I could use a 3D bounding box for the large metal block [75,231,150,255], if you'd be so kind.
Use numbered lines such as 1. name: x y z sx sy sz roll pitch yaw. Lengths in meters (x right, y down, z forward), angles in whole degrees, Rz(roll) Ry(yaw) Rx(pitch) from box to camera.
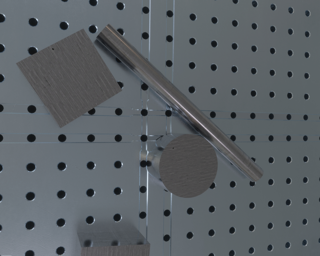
1. large metal block: -0.061 0.174 0.377 0.081 0.050 0.080 5 88 -20

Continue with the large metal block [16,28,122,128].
1. large metal block: -0.104 -0.055 0.361 0.080 0.050 0.080 -35 101 -17

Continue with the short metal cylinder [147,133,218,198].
1. short metal cylinder: 0.028 0.047 0.410 0.081 0.050 0.080 0 90 -20

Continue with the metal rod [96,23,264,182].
1. metal rod: 0.037 -0.025 0.425 0.300 0.025 0.025 42 77 -15
